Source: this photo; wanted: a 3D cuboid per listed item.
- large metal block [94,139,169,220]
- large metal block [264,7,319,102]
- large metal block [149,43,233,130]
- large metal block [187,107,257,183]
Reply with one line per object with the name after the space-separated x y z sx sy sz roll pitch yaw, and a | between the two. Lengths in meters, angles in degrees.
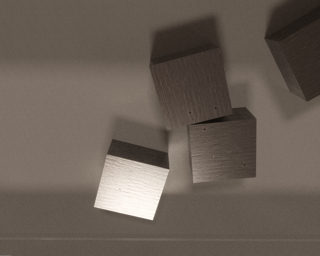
-0.038 0.070 0.423 0.081 0.050 0.079 15 109 -6 | large metal block
0.186 -0.091 0.367 0.080 0.050 0.080 -30 108 10 | large metal block
0.037 -0.052 0.380 0.080 0.050 0.080 -14 110 5 | large metal block
0.079 0.021 0.407 0.080 0.050 0.079 -5 110 1 | large metal block
